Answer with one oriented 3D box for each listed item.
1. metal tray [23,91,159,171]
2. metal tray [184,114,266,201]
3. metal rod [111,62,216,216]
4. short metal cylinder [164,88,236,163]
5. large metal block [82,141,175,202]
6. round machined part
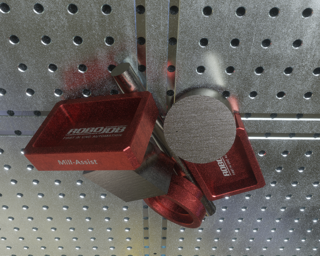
[{"bbox_3d":[-0.075,0.003,0.348,0.130,0.090,0.030,-3,133,22],"label":"metal tray"},{"bbox_3d":[0.090,0.048,0.445,0.090,0.030,0.130,-20,128,16],"label":"metal tray"},{"bbox_3d":[0.019,0.036,0.437,0.025,0.025,0.299,-20,128,16],"label":"metal rod"},{"bbox_3d":[0.048,-0.004,0.368,0.080,0.050,0.079,3,107,10],"label":"short metal cylinder"},{"bbox_3d":[-0.041,0.053,0.411,0.080,0.050,0.080,-22,130,40],"label":"large metal block"},{"bbox_3d":[0.025,0.106,0.467,0.098,0.042,0.098,24,149,16],"label":"round machined part"}]
